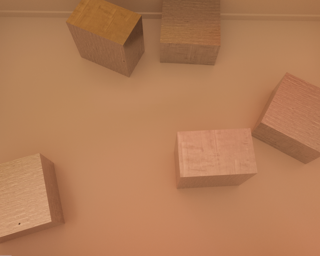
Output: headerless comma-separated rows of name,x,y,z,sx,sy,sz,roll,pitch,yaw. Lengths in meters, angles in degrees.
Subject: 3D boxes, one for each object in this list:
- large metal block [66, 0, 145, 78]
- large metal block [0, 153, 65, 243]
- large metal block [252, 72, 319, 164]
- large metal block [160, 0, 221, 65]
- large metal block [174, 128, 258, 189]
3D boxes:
large metal block,-0.070,-0.124,0.425,0.080,0.080,0.050,24,72,8
large metal block,-0.166,0.084,0.364,0.081,0.050,0.080,-16,71,-6
large metal block,0.177,-0.012,0.402,0.080,0.050,0.080,29,73,10
large metal block,0.043,-0.140,0.448,0.080,0.050,0.080,3,70,1
large metal block,0.060,0.039,0.366,0.081,0.080,0.050,-3,70,-1
